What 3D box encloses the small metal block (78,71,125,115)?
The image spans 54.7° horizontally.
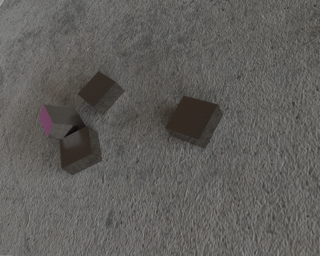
[{"bbox_3d":[-0.093,-0.055,0.487,0.050,0.025,0.050,34,81,38],"label":"small metal block"}]

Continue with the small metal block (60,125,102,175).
[{"bbox_3d":[-0.114,0.032,0.444,0.050,0.025,0.050,-26,53,12],"label":"small metal block"}]

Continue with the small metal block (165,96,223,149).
[{"bbox_3d":[0.043,-0.008,0.386,0.050,0.025,0.050,19,72,35],"label":"small metal block"}]

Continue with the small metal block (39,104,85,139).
[{"bbox_3d":[-0.147,-0.009,0.466,0.050,0.050,0.025,49,121,40],"label":"small metal block"}]
